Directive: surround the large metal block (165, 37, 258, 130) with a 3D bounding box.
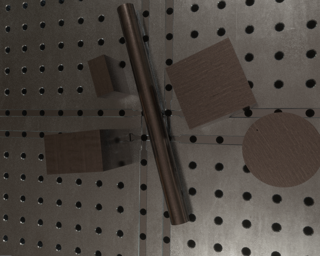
[{"bbox_3d":[0.064,-0.050,0.376,0.080,0.050,0.080,-23,83,18],"label":"large metal block"}]

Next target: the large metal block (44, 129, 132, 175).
[{"bbox_3d":[-0.093,0.030,0.415,0.080,0.080,0.050,-6,88,19],"label":"large metal block"}]

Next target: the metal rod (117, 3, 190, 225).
[{"bbox_3d":[-0.010,-0.022,0.415,0.025,0.025,0.298,-16,85,19],"label":"metal rod"}]

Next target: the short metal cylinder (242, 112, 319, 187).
[{"bbox_3d":[0.137,0.023,0.351,0.080,0.050,0.079,0,90,19],"label":"short metal cylinder"}]

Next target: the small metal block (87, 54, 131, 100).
[{"bbox_3d":[-0.068,-0.067,0.422,0.025,0.050,0.050,-18,84,19],"label":"small metal block"}]
